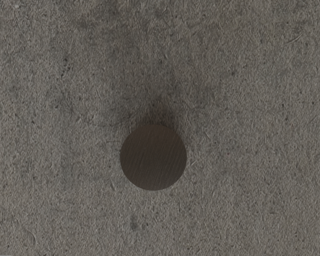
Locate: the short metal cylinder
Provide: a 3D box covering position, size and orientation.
[{"bbox_3d":[-0.008,0.035,0.397,0.080,0.050,0.080,0,90,0],"label":"short metal cylinder"}]
